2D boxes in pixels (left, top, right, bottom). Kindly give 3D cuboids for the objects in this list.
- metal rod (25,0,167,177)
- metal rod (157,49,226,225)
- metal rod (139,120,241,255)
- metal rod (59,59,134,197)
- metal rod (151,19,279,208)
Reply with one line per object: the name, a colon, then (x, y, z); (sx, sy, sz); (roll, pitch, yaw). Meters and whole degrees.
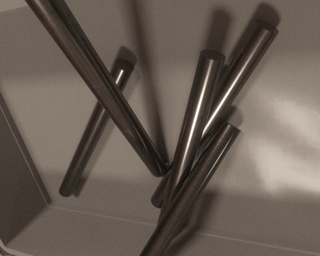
metal rod: (-0.048, -0.025, 0.334); (0.025, 0.025, 0.299); (5, 147, 25)
metal rod: (0.028, 0.047, 0.388); (0.025, 0.025, 0.298); (22, 127, 14)
metal rod: (0.011, 0.124, 0.390); (0.025, 0.025, 0.299); (31, 100, 8)
metal rod: (-0.108, 0.019, 0.475); (0.025, 0.025, 0.298); (36, 129, 3)
metal rod: (0.050, 0.008, 0.386); (0.025, 0.025, 0.298); (32, 128, 7)
